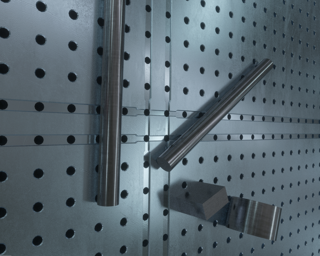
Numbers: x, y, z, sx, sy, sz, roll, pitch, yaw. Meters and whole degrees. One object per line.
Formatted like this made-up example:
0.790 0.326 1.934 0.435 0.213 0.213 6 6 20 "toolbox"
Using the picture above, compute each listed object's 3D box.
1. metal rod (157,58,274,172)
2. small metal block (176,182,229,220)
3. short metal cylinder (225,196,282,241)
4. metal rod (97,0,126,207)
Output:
0.102 -0.034 0.494 0.302 0.025 0.025 -41 115 -32 "metal rod"
0.061 0.103 0.444 0.050 0.050 0.025 -26 107 -37 "small metal block"
0.150 0.145 0.499 0.080 0.080 0.050 24 75 -38 "short metal cylinder"
-0.055 -0.061 0.362 0.025 0.025 0.298 3 88 -40 "metal rod"
